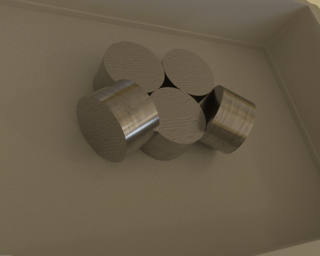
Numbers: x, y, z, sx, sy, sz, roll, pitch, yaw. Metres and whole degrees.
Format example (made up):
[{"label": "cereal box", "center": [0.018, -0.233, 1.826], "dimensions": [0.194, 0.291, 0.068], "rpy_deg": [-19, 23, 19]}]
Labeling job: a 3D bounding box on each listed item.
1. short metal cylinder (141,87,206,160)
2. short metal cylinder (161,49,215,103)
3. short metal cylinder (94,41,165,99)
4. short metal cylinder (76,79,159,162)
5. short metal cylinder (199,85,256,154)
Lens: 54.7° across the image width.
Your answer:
[{"label": "short metal cylinder", "center": [0.011, -0.005, 0.396], "dimensions": [0.081, 0.050, 0.080], "rpy_deg": [14, 56, -21]}, {"label": "short metal cylinder", "center": [0.030, -0.066, 0.444], "dimensions": [0.081, 0.050, 0.080], "rpy_deg": [14, 56, -21]}, {"label": "short metal cylinder", "center": [-0.041, -0.065, 0.405], "dimensions": [0.081, 0.050, 0.080], "rpy_deg": [14, 56, -21]}, {"label": "short metal cylinder", "center": [-0.048, -0.008, 0.348], "dimensions": [0.050, 0.080, 0.080], "rpy_deg": [-35, 81, -38]}, {"label": "short metal cylinder", "center": [0.084, -0.011, 0.420], "dimensions": [0.050, 0.080, 0.080], "rpy_deg": [26, 53, -12]}]
